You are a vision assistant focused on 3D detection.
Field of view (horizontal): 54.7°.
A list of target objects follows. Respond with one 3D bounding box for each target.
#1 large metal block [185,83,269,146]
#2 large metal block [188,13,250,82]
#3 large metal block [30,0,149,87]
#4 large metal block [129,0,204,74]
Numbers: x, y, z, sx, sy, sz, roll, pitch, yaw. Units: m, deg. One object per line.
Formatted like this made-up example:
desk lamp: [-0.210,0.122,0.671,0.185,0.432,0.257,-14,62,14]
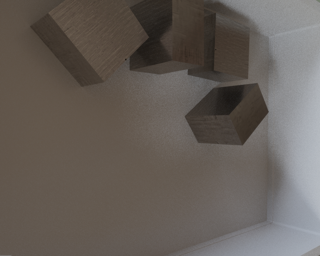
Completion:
large metal block: [0.098,-0.020,0.456,0.080,0.080,0.050,-44,117,-31]
large metal block: [0.090,-0.117,0.468,0.081,0.050,0.080,4,88,-40]
large metal block: [-0.072,-0.103,0.331,0.080,0.050,0.080,-52,121,-27]
large metal block: [0.007,-0.113,0.378,0.050,0.080,0.079,-1,91,-40]
